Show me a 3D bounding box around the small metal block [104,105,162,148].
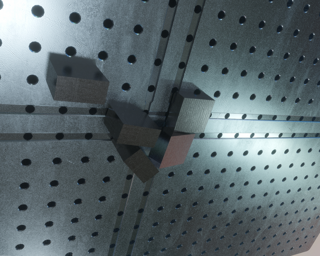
[{"bbox_3d":[-0.034,-0.002,0.376,0.050,0.050,0.025,10,114,-33],"label":"small metal block"}]

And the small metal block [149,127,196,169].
[{"bbox_3d":[0.016,0.025,0.429,0.050,0.025,0.050,-4,122,-46],"label":"small metal block"}]

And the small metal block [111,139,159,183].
[{"bbox_3d":[-0.032,0.036,0.401,0.025,0.050,0.050,-37,129,-3],"label":"small metal block"}]

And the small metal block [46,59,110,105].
[{"bbox_3d":[-0.086,-0.048,0.319,0.050,0.050,0.025,3,117,-30],"label":"small metal block"}]

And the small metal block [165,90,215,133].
[{"bbox_3d":[0.041,-0.022,0.422,0.050,0.025,0.050,2,118,-30],"label":"small metal block"}]
